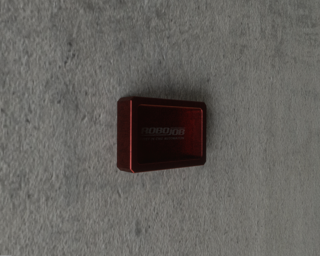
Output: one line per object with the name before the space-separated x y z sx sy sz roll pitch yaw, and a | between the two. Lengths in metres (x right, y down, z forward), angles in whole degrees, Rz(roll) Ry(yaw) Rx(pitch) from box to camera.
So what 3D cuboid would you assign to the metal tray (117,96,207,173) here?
metal tray | 0.007 0.008 0.409 0.131 0.030 0.089 0 90 -40
